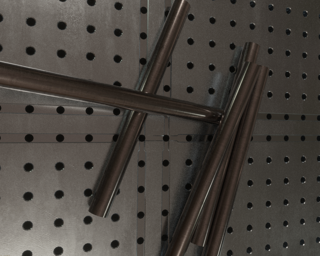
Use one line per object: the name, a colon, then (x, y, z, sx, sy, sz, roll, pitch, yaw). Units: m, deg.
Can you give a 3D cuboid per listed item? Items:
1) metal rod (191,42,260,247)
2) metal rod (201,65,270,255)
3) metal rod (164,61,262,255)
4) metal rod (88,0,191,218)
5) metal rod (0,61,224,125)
metal rod: (0.095, 0.019, 0.449, 0.025, 0.025, 0.299, 19, 84, -20)
metal rod: (0.111, 0.052, 0.455, 0.025, 0.025, 0.299, 19, 84, -20)
metal rod: (0.070, 0.052, 0.422, 0.025, 0.025, 0.299, 23, 89, -19)
metal rod: (-0.023, -0.031, 0.404, 0.025, 0.025, 0.299, 24, 82, -19)
metal rod: (-0.040, -0.034, 0.362, 0.302, 0.025, 0.025, 8, 87, -34)
